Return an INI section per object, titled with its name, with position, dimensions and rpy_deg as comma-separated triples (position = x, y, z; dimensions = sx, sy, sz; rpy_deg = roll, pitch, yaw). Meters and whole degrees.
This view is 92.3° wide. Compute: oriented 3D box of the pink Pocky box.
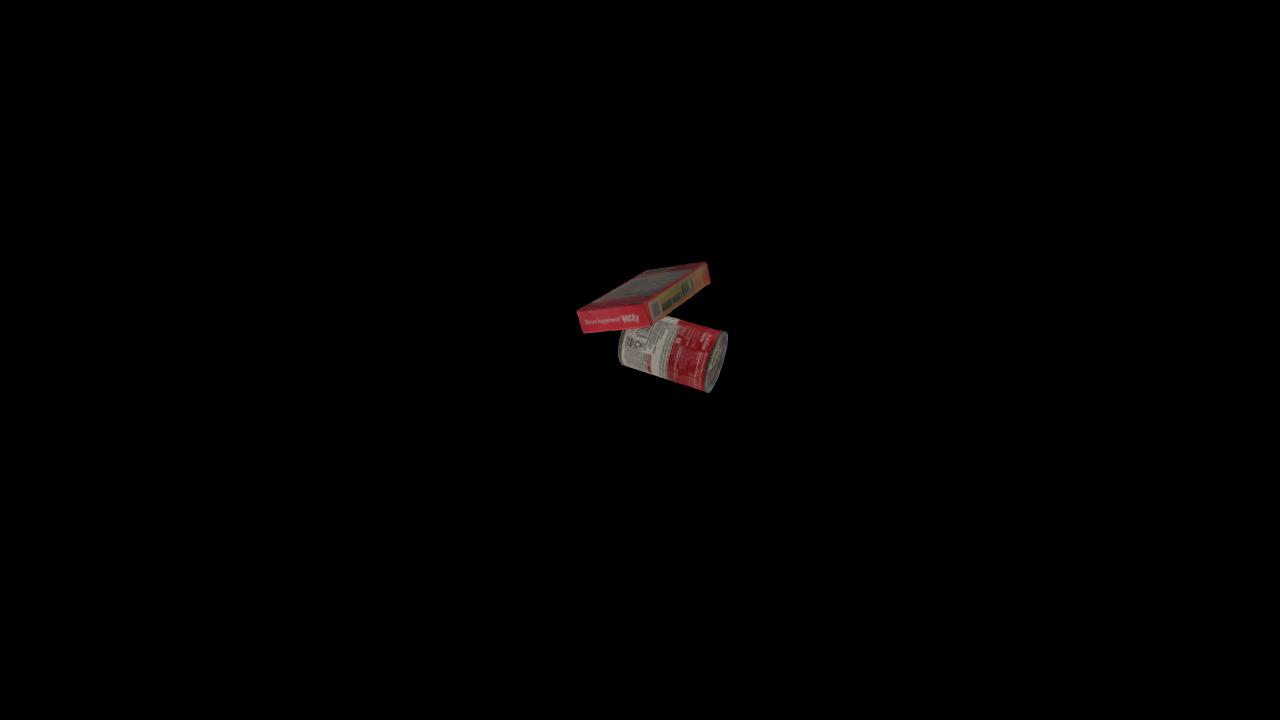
[pink Pocky box]
position = 0.008, -0.069, 0.664
dimensions = 0.084, 0.029, 0.155
rpy_deg = -4, 20, 32

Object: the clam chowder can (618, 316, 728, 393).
[clam chowder can]
position = 0.035, -0.011, 0.660
dimensions = 0.102, 0.068, 0.068
rpy_deg = 17, 5, 17
